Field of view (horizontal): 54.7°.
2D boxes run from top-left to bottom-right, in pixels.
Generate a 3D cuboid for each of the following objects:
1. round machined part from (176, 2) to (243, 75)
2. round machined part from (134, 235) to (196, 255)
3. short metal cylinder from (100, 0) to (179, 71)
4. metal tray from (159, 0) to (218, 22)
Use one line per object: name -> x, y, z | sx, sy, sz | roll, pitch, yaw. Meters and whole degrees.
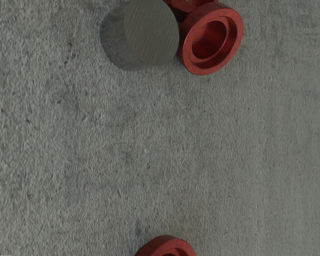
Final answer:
round machined part -> 0.062, -0.125, 0.427 | 0.099, 0.042, 0.097 | -21, 138, -20
round machined part -> -0.001, 0.186, 0.395 | 0.099, 0.042, 0.097 | 0, 90, -40
short metal cylinder -> -0.023, -0.111, 0.370 | 0.081, 0.050, 0.079 | 0, 90, -40
metal tray -> 0.043, -0.217, 0.439 | 0.091, 0.030, 0.129 | 6, 87, -40
